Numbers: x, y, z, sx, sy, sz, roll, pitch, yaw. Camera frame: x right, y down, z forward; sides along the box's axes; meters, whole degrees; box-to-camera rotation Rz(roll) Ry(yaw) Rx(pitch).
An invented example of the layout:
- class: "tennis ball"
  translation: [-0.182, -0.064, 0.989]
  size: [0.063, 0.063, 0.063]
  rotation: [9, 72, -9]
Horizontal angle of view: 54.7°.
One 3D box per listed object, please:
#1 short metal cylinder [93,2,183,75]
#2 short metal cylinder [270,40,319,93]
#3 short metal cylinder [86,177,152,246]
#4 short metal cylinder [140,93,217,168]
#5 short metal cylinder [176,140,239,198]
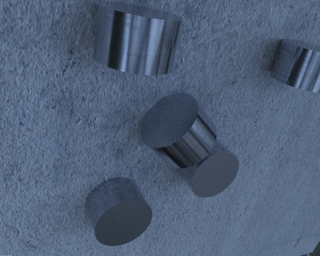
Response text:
- class: "short metal cylinder"
  translation: [-0.022, -0.089, 0.304]
  size: [0.081, 0.080, 0.050]
  rotation: [-2, 120, -27]
- class: "short metal cylinder"
  translation: [0.201, -0.087, 0.427]
  size: [0.081, 0.080, 0.050]
  rotation: [-2, 119, -28]
- class: "short metal cylinder"
  translation: [-0.057, 0.115, 0.431]
  size: [0.081, 0.050, 0.079]
  rotation: [-14, 124, -21]
- class: "short metal cylinder"
  translation: [0.023, 0.003, 0.386]
  size: [0.080, 0.080, 0.050]
  rotation: [-43, 129, 1]
- class: "short metal cylinder"
  translation: [0.070, 0.057, 0.463]
  size: [0.081, 0.050, 0.079]
  rotation: [-14, 124, -21]
